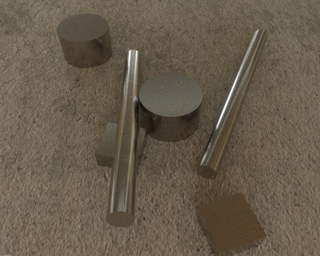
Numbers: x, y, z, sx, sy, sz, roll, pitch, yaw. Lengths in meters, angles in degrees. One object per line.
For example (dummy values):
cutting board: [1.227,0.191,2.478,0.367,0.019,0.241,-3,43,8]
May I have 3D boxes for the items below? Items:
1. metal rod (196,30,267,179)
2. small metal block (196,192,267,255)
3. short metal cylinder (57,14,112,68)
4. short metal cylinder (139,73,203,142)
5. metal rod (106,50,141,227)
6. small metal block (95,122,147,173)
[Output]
metal rod: [0.114,-0.054,0.449,0.025,0.025,0.301,19,52,15]
small metal block: [0.071,0.101,0.319,0.050,0.025,0.050,-15,52,-13]
short metal cylinder: [-0.121,-0.143,0.506,0.081,0.050,0.080,0,50,0]
short metal cylinder: [0.014,-0.028,0.410,0.081,0.050,0.080,0,50,0]
metal rod: [-0.039,-0.017,0.386,0.025,0.025,0.300,-1,41,-1]
small metal block: [-0.046,0.023,0.383,0.050,0.025,0.050,10,51,8]
